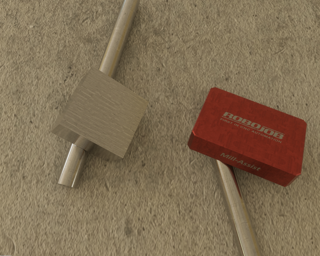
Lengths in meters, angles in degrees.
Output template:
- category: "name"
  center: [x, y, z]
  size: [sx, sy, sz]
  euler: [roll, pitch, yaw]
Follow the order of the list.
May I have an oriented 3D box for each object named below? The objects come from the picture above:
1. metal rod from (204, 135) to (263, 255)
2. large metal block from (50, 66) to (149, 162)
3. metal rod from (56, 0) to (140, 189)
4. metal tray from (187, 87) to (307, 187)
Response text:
- category: "metal rod"
  center: [0.101, 0.134, 0.360]
  size: [0.025, 0.025, 0.299]
  euler: [-12, 71, -5]
- category: "large metal block"
  center: [-0.072, -0.014, 0.379]
  size: [0.080, 0.050, 0.080]
  euler: [32, 66, -21]
- category: "metal rod"
  center: [-0.079, -0.065, 0.430]
  size: [0.025, 0.025, 0.299]
  euler: [13, 70, 4]
- category: "metal tray"
  center: [0.111, 0.008, 0.389]
  size: [0.131, 0.030, 0.090]
  euler: [22, 52, 7]
